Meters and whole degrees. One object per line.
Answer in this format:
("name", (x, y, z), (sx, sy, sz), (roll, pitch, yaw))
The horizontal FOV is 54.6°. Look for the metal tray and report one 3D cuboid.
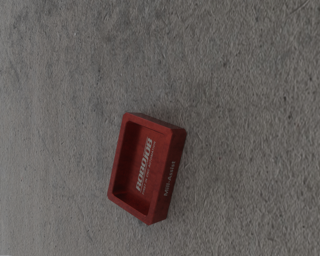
("metal tray", (-0.021, 0.052, 0.420), (0.090, 0.030, 0.129), (21, 103, 38))
